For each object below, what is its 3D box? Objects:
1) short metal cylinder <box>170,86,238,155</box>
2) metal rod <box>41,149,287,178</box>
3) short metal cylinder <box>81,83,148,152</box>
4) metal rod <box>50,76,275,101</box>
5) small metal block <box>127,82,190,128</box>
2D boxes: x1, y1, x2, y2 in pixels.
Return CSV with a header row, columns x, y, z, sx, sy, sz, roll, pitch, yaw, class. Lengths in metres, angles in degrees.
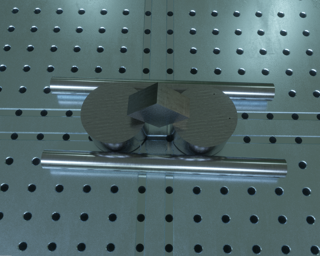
x,y,z,sx,sy,sz,roll,pitch,yaw,class
0.054,-0.007,0.398,0.081,0.050,0.080,0,70,0,short metal cylinder
0.005,0.045,0.392,0.302,0.025,0.025,2,70,0,metal rod
-0.056,-0.011,0.398,0.081,0.050,0.080,0,70,0,short metal cylinder
0.003,-0.054,0.428,0.302,0.025,0.025,2,70,0,metal rod
-0.001,-0.024,0.355,0.050,0.050,0.025,21,63,-39,small metal block
